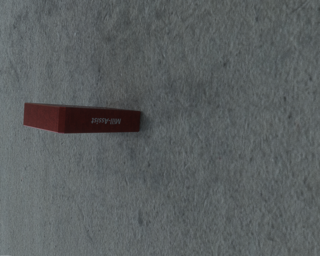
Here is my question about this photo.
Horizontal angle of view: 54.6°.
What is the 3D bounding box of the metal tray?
[{"bbox_3d":[-0.102,-0.014,0.422,0.090,0.131,0.030,8,95,40],"label":"metal tray"}]
